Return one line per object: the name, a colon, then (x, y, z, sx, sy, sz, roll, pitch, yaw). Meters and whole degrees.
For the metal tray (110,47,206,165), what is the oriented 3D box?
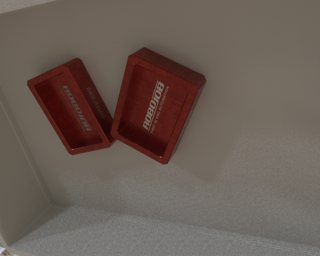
metal tray: (-0.007, -0.024, 0.394, 0.090, 0.030, 0.129, 28, 128, 10)

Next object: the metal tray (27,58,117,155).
metal tray: (-0.126, -0.027, 0.455, 0.090, 0.030, 0.129, -13, 112, 33)
